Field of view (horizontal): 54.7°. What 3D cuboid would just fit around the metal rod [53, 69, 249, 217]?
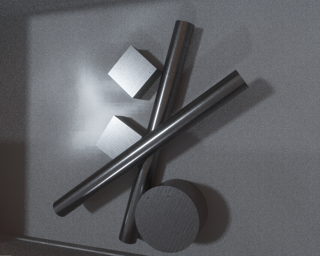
[{"bbox_3d":[-0.024,0.029,0.390,0.300,0.025,0.025,-36,79,17],"label":"metal rod"}]

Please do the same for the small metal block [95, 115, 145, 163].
[{"bbox_3d":[-0.052,0.017,0.428,0.050,0.025,0.050,36,101,16],"label":"small metal block"}]

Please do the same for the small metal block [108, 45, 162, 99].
[{"bbox_3d":[-0.033,-0.075,0.421,0.050,0.025,0.050,45,103,14],"label":"small metal block"}]

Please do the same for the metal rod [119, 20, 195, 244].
[{"bbox_3d":[-0.006,0.009,0.411,0.025,0.025,0.298,17,95,19],"label":"metal rod"}]

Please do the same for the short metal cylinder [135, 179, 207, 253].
[{"bbox_3d":[0.016,0.108,0.391,0.080,0.050,0.079,0,90,19],"label":"short metal cylinder"}]
